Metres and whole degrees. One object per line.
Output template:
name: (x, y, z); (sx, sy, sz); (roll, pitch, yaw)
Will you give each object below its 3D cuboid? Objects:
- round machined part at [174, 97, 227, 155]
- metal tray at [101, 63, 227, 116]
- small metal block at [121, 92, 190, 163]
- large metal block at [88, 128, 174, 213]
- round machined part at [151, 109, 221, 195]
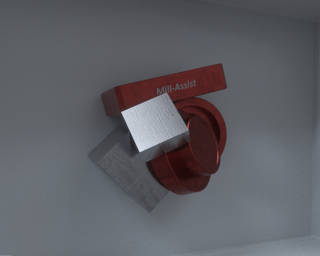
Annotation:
round machined part: (0.036, 0.009, 0.416); (0.099, 0.042, 0.097); (0, 90, -21)
metal tray: (0.002, -0.045, 0.375); (0.131, 0.090, 0.030); (-16, 96, -20)
small metal block: (-0.004, -0.001, 0.310); (0.050, 0.025, 0.050); (-24, 60, -6)
large metal block: (-0.034, 0.046, 0.368); (0.050, 0.080, 0.080); (-46, 105, -14)
round machined part: (0.034, 0.024, 0.352); (0.098, 0.042, 0.098); (32, 48, -43)
